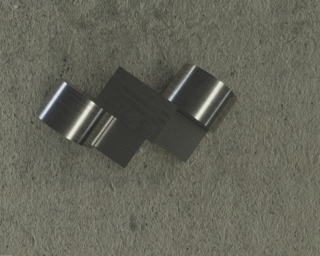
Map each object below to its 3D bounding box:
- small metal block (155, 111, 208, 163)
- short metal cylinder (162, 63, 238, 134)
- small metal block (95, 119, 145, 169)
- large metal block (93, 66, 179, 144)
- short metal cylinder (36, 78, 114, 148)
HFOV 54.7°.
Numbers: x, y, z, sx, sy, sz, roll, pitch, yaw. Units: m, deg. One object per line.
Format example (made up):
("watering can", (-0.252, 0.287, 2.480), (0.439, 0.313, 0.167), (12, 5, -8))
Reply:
("small metal block", (0.027, 0.011, 0.412), (0.050, 0.025, 0.050), (35, 90, 0))
("short metal cylinder", (0.048, -0.036, 0.384), (0.080, 0.080, 0.050), (35, 90, 0))
("small metal block", (-0.052, 0.017, 0.411), (0.050, 0.025, 0.050), (35, 90, 0))
("large metal block", (-0.027, -0.026, 0.384), (0.080, 0.080, 0.050), (35, 90, -1))
("short metal cylinder", (-0.102, -0.018, 0.383), (0.080, 0.080, 0.050), (35, 90, 0))
